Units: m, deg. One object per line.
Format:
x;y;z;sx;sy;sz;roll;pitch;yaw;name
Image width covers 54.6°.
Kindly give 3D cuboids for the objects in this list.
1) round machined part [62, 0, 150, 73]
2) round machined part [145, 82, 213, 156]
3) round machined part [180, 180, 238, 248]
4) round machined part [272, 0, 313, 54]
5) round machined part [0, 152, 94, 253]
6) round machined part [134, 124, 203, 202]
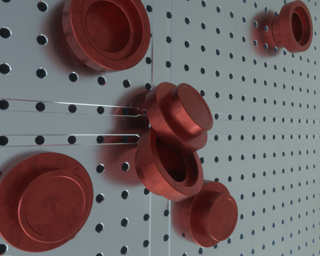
-0.062;-0.111;0.345;0.099;0.042;0.097;0;90;-40;round machined part
0.031;-0.018;0.394;0.098;0.042;0.098;35;37;-31;round machined part
0.079;0.129;0.464;0.099;0.042;0.097;0;90;-40;round machined part
0.259;-0.196;0.613;0.099;0.042;0.097;0;90;-40;round machined part
-0.110;0.073;0.306;0.099;0.042;0.097;0;90;-40;round machined part
0.007;0.045;0.385;0.098;0.042;0.098;35;37;-32;round machined part
